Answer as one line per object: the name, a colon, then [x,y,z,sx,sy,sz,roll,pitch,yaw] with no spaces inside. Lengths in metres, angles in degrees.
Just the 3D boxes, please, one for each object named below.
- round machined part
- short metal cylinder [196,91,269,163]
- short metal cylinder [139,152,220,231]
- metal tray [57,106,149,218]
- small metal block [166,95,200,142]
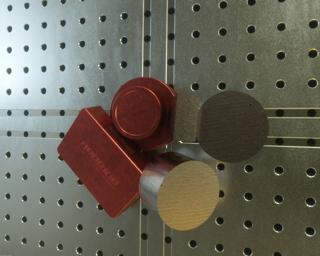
round machined part: [-0.023,-0.019,0.407,0.098,0.042,0.097,0,90,19]
short metal cylinder: [0.086,-0.001,0.365,0.080,0.050,0.079,0,90,20]
short metal cylinder: [0.022,0.072,0.365,0.050,0.081,0.079,16,97,63]
metal tray: [-0.074,0.045,0.420,0.130,0.030,0.090,47,119,13]
small metal block: [0.026,-0.011,0.367,0.025,0.050,0.050,5,91,-8]
